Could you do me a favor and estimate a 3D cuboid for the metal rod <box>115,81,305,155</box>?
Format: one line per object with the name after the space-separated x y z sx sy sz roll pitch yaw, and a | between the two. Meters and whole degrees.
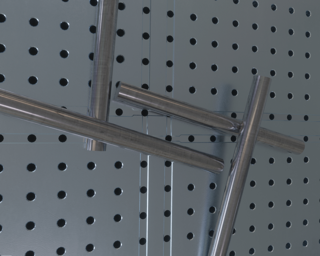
0.084 -0.008 0.442 0.302 0.025 0.025 16 85 -19 | metal rod

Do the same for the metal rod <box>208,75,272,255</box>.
0.106 0.076 0.433 0.025 0.025 0.298 13 93 -20 | metal rod

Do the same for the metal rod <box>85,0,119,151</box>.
-0.067 -0.121 0.387 0.025 0.025 0.298 5 88 -20 | metal rod

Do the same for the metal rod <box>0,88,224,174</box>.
-0.043 0.012 0.373 0.302 0.025 0.025 18 84 -28 | metal rod
